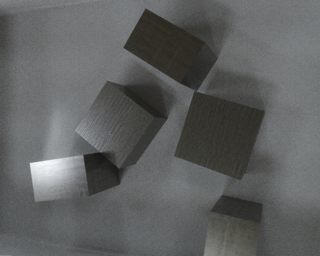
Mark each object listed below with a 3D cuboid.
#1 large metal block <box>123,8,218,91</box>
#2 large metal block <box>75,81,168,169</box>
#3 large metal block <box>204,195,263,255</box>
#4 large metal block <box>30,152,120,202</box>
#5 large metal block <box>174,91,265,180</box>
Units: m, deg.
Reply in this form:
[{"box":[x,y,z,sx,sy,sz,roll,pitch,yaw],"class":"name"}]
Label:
[{"box":[0.016,-0.090,0.375,0.080,0.080,0.050,35,101,16],"class":"large metal block"},{"box":[-0.051,-0.005,0.414,0.080,0.050,0.080,38,102,15],"class":"large metal block"},{"box":[0.084,0.129,0.352,0.050,0.080,0.079,9,93,19],"class":"large metal block"},{"box":[-0.112,0.063,0.419,0.080,0.080,0.050,-10,87,19],"class":"large metal block"},{"box":[0.073,0.007,0.371,0.080,0.050,0.080,19,96,18],"class":"large metal block"}]
